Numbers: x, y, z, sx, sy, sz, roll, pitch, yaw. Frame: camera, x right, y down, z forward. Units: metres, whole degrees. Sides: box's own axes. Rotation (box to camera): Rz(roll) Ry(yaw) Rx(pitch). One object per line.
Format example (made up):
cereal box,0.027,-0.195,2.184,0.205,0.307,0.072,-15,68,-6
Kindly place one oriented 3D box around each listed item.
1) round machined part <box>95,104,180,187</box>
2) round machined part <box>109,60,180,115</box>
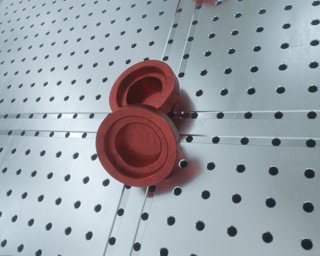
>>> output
round machined part,-0.024,0.018,0.376,0.098,0.042,0.097,3,105,12
round machined part,-0.018,-0.044,0.432,0.098,0.042,0.098,-13,56,20
